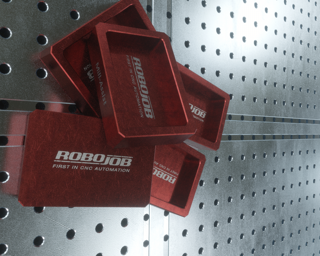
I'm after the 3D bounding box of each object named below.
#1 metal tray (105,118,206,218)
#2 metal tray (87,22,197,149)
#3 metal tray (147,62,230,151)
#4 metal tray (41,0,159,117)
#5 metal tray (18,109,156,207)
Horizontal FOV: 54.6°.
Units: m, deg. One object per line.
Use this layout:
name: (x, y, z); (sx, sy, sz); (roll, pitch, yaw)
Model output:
metal tray: (-0.003, 0.053, 0.401); (0.130, 0.030, 0.090); (32, 71, -35)
metal tray: (-0.020, -0.046, 0.332); (0.091, 0.030, 0.130); (-2, 67, -33)
metal tray: (0.041, -0.028, 0.437); (0.131, 0.030, 0.090); (23, 76, -38)
metal tray: (-0.055, -0.083, 0.357); (0.131, 0.030, 0.090); (-47, 117, -29)
metal tray: (-0.072, 0.034, 0.323); (0.131, 0.030, 0.090); (8, 86, -26)
